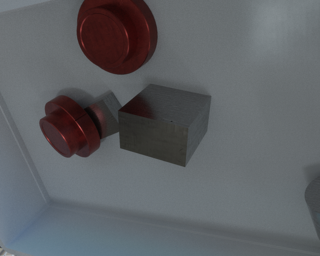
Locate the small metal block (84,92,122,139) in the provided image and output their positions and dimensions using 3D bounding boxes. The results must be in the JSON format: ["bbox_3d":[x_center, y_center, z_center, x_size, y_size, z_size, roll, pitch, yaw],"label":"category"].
[{"bbox_3d":[-0.077,-0.016,0.437,0.050,0.025,0.050,-21,107,35],"label":"small metal block"}]

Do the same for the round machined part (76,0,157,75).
[{"bbox_3d":[-0.056,-0.108,0.359,0.098,0.042,0.097,13,124,20],"label":"round machined part"}]

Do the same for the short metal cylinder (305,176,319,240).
[{"bbox_3d":[0.200,0.086,0.321,0.080,0.080,0.050,-13,112,33],"label":"short metal cylinder"}]

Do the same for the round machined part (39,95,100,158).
[{"bbox_3d":[-0.137,0.004,0.452,0.098,0.042,0.097,30,142,27],"label":"round machined part"}]

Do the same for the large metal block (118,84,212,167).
[{"bbox_3d":[0.008,-0.007,0.364,0.080,0.080,0.050,14,124,20],"label":"large metal block"}]
